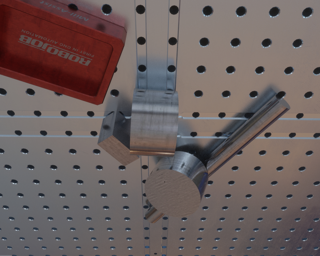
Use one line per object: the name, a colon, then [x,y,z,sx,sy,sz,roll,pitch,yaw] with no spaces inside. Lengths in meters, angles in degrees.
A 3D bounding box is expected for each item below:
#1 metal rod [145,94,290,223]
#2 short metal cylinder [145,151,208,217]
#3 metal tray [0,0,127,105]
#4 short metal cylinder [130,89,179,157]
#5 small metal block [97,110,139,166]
metal rod: [0.069,0.061,0.464,0.025,0.025,0.298,27,125,-22]
short metal cylinder: [0.025,0.080,0.445,0.080,0.050,0.079,9,118,17]
metal tray: [-0.112,-0.085,0.334,0.131,0.030,0.089,18,128,-15]
short metal cylinder: [-0.008,-0.006,0.370,0.050,0.080,0.079,3,130,-3]
small metal block: [-0.051,0.013,0.406,0.025,0.050,0.050,-30,124,23]
